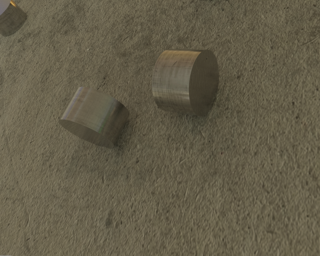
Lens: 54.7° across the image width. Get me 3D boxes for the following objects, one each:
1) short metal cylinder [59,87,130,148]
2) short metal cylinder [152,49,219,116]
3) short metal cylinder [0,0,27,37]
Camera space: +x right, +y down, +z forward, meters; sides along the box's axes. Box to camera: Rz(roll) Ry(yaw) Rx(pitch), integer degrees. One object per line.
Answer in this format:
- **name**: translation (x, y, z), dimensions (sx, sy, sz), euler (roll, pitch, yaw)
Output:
- **short metal cylinder**: translation (-0.089, -0.013, 0.423), dimensions (0.080, 0.080, 0.050), euler (10, 67, 32)
- **short metal cylinder**: translation (0.034, -0.057, 0.386), dimensions (0.050, 0.080, 0.080), euler (11, 67, 33)
- **short metal cylinder**: translation (-0.373, -0.269, 0.750), dimensions (0.080, 0.050, 0.080), euler (-13, 56, 21)
